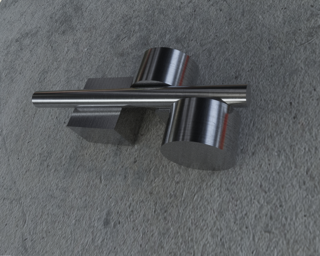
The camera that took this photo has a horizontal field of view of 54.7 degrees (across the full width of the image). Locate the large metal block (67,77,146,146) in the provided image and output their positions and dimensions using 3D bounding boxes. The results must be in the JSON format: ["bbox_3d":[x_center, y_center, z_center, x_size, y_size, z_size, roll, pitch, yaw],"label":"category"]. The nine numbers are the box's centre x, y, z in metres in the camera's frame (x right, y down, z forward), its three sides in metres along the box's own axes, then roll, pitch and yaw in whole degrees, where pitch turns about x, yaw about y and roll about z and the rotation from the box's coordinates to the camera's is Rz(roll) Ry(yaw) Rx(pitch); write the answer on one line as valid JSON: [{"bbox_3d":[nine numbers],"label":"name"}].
[{"bbox_3d":[-0.070,-0.024,0.435,0.080,0.050,0.080,3,63,29],"label":"large metal block"}]

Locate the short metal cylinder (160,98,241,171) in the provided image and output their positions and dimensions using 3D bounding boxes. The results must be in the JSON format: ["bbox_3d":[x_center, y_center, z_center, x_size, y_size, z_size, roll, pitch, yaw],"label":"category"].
[{"bbox_3d":[0.045,0.009,0.339,0.080,0.080,0.050,0,62,28],"label":"short metal cylinder"}]

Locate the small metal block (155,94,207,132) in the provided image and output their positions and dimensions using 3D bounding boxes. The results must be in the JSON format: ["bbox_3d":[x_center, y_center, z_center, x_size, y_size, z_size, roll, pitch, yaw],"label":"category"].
[{"bbox_3d":[0.030,-0.018,0.382,0.050,0.050,0.025,1,63,28],"label":"small metal block"}]

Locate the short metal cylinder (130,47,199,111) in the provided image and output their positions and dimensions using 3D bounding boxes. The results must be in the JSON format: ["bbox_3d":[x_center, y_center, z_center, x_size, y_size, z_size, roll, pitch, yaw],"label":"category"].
[{"bbox_3d":[0.006,-0.059,0.403,0.080,0.080,0.050,2,63,29],"label":"short metal cylinder"}]

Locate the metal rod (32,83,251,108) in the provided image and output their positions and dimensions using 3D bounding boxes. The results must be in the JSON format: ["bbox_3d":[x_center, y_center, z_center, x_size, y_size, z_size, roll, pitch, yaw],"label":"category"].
[{"bbox_3d":[-0.043,-0.037,0.384,0.301,0.025,0.025,2,63,27],"label":"metal rod"}]
